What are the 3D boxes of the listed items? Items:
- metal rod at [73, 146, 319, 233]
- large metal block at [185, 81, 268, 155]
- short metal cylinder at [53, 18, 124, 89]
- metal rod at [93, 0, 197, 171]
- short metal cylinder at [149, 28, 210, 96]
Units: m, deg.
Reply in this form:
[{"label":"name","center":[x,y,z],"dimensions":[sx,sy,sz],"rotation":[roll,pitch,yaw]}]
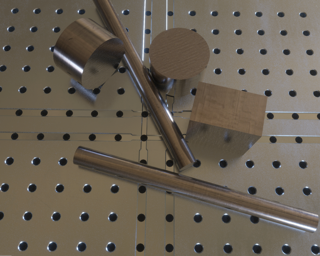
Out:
[{"label":"metal rod","center":[0.039,0.074,0.384],"dimensions":[0.301,0.025,0.025],"rotation":[15,71,5]},{"label":"large metal block","center":[0.078,-0.009,0.386],"dimensions":[0.080,0.080,0.050],"rotation":[13,71,5]},{"label":"short metal cylinder","center":[-0.095,-0.099,0.418],"dimensions":[0.050,0.080,0.080],"rotation":[37,74,12]},{"label":"metal rod","center":[-0.029,-0.078,0.439],"dimensions":[0.025,0.025,0.299],"rotation":[-24,72,-9]},{"label":"short metal cylinder","center":[0.026,-0.091,0.432],"dimensions":[0.081,0.050,0.080],"rotation":[0,70,0]}]
